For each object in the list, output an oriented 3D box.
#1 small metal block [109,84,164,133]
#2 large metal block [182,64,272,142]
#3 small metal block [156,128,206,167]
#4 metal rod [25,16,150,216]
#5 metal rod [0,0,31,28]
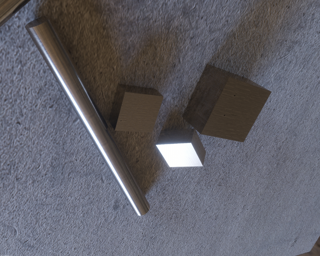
[{"bbox_3d":[-0.030,-0.023,0.378,0.050,0.025,0.050,4,117,-31],"label":"small metal block"},{"bbox_3d":[0.090,-0.032,0.422,0.081,0.050,0.079,11,113,-33],"label":"large metal block"},{"bbox_3d":[0.030,0.028,0.425,0.050,0.025,0.050,-5,136,27],"label":"small metal block"},{"bbox_3d":[-0.070,0.012,0.377,0.025,0.025,0.299,-29,129,-10],"label":"metal rod"},{"bbox_3d":[-0.181,-0.067,0.266,0.300,0.025,0.025,-42,130,0],"label":"metal rod"}]
